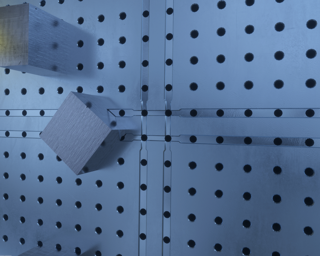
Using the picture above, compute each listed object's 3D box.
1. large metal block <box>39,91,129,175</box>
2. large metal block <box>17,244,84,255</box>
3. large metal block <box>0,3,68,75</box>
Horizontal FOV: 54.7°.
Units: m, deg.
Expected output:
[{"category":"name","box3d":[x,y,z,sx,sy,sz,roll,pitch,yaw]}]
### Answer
[{"category":"large metal block","box3d":[-0.106,0.007,0.435,0.080,0.050,0.080,42,103,15]},{"category":"large metal block","box3d":[-0.162,0.226,0.455,0.080,0.050,0.079,2,91,19]},{"category":"large metal block","box3d":[-0.180,-0.122,0.445,0.050,0.080,0.079,1,91,20]}]
